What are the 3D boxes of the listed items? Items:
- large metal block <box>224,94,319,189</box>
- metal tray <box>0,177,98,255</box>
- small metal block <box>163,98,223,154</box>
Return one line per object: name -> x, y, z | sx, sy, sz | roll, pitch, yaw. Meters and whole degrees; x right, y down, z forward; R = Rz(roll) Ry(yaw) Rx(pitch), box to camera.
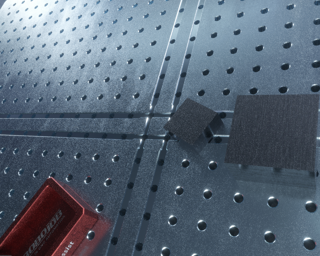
large metal block -> 0.119, 0.012, 0.322 | 0.080, 0.050, 0.080 | 2, 63, 29
metal tray -> -0.152, 0.140, 0.398 | 0.090, 0.030, 0.130 | 29, 77, 37
small metal block -> 0.041, -0.004, 0.389 | 0.050, 0.025, 0.050 | 33, 80, 38
